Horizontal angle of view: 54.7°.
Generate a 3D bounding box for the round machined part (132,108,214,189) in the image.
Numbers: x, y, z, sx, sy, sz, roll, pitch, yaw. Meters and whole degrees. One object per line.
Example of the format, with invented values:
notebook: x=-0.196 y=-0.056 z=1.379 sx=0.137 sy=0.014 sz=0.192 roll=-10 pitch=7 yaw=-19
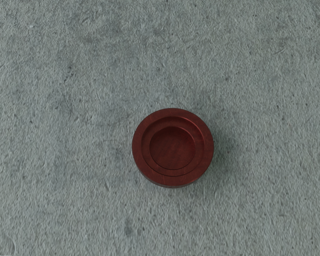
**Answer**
round machined part: x=0.015 y=0.027 z=0.390 sx=0.099 sy=0.042 sz=0.098 roll=0 pitch=70 yaw=-1
